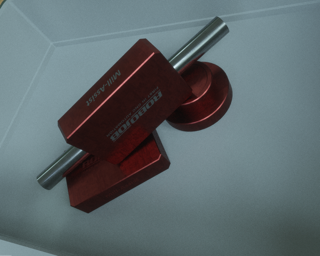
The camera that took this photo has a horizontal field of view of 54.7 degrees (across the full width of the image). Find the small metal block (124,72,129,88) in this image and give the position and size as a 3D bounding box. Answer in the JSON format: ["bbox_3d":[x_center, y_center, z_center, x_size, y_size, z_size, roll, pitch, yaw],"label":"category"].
[{"bbox_3d":[-0.029,-0.050,0.432,0.025,0.050,0.050,-38,51,2],"label":"small metal block"}]

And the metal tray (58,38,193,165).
[{"bbox_3d":[-0.035,-0.023,0.345,0.130,0.090,0.030,-44,54,6],"label":"metal tray"}]

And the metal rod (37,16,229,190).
[{"bbox_3d":[-0.037,-0.028,0.388,0.300,0.025,0.025,-41,51,5],"label":"metal rod"}]

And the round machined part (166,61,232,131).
[{"bbox_3d":[0.040,-0.048,0.400,0.098,0.042,0.098,-13,56,20],"label":"round machined part"}]

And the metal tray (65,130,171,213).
[{"bbox_3d":[-0.061,0.041,0.406,0.130,0.030,0.090,-30,52,8],"label":"metal tray"}]
